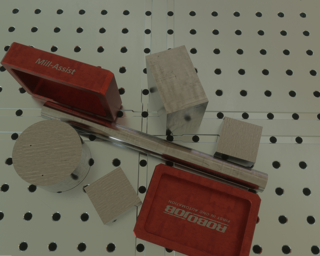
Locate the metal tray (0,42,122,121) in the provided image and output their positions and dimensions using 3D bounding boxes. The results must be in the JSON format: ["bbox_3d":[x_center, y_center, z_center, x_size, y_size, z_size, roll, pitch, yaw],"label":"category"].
[{"bbox_3d":[-0.119,-0.056,0.395,0.131,0.090,0.030,18,71,6],"label":"metal tray"}]

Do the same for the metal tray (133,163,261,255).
[{"bbox_3d":[0.044,0.105,0.370,0.131,0.030,0.090,17,71,6],"label":"metal tray"}]

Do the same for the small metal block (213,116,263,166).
[{"bbox_3d":[0.102,0.018,0.405,0.050,0.025,0.050,16,71,5],"label":"small metal block"}]

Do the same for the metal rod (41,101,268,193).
[{"bbox_3d":[-0.012,0.022,0.403,0.301,0.025,0.025,18,71,6],"label":"metal rod"}]

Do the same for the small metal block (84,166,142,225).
[{"bbox_3d":[-0.057,0.084,0.381,0.050,0.025,0.050,-31,73,-11],"label":"small metal block"}]

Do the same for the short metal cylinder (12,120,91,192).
[{"bbox_3d":[-0.131,0.036,0.383,0.081,0.050,0.080,0,70,0],"label":"short metal cylinder"}]

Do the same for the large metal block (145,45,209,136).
[{"bbox_3d":[0.019,-0.045,0.400,0.050,0.080,0.080,-17,71,-6],"label":"large metal block"}]
